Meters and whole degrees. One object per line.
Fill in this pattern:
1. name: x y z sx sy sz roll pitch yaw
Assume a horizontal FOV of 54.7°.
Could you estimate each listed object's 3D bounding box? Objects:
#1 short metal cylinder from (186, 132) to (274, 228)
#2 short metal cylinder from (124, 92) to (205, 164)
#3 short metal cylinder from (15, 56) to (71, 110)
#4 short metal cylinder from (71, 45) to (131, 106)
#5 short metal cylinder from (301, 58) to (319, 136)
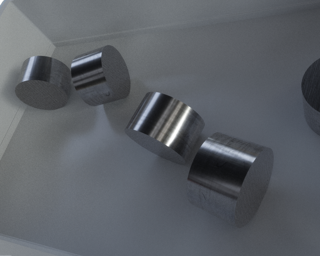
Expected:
1. short metal cylinder: 0.070 0.049 0.303 0.050 0.080 0.080 20 73 35
2. short metal cylinder: 0.006 0.001 0.366 0.080 0.080 0.050 19 72 35
3. short metal cylinder: -0.191 -0.073 0.513 0.080 0.080 0.050 -14 56 20
4. short metal cylinder: -0.086 -0.077 0.461 0.050 0.080 0.080 -13 56 21
5. short metal cylinder: 0.187 -0.031 0.311 0.080 0.050 0.080 -13 56 20
